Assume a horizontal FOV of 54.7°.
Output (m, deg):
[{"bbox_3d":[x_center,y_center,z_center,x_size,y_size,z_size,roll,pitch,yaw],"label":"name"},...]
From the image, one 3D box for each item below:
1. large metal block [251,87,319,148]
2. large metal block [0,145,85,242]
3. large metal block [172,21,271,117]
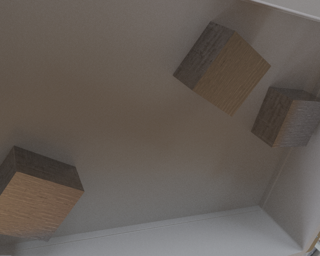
[{"bbox_3d":[0.205,-0.017,0.494,0.081,0.050,0.079,0,118,-29],"label":"large metal block"},{"bbox_3d":[-0.149,0.078,0.359,0.080,0.050,0.080,29,102,-38],"label":"large metal block"},{"bbox_3d":[0.078,-0.072,0.390,0.080,0.050,0.080,27,103,-38],"label":"large metal block"}]
